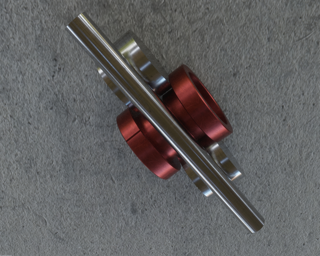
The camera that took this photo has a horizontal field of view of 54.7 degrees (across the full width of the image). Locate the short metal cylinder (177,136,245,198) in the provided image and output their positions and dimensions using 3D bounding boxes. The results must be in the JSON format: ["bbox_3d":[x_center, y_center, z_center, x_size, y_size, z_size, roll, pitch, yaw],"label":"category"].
[{"bbox_3d":[0.064,0.043,0.398,0.050,0.080,0.080,-37,106,12],"label":"short metal cylinder"}]

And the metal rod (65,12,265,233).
[{"bbox_3d":[0.018,0.007,0.329,0.025,0.025,0.300,-38,106,12],"label":"metal rod"}]

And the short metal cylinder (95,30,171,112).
[{"bbox_3d":[-0.028,-0.065,0.357,0.050,0.080,0.080,-37,106,12],"label":"short metal cylinder"}]

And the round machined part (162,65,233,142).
[{"bbox_3d":[0.040,-0.023,0.364,0.042,0.098,0.098,-36,107,17],"label":"round machined part"}]

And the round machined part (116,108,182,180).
[{"bbox_3d":[-0.004,0.011,0.375,0.042,0.098,0.098,-39,106,9],"label":"round machined part"}]
